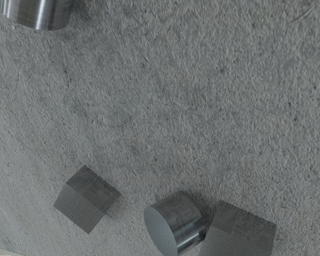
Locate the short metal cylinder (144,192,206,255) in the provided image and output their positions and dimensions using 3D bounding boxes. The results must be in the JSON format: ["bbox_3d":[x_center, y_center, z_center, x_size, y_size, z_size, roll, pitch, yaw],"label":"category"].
[{"bbox_3d":[0.020,0.139,0.445,0.080,0.050,0.079,36,136,44],"label":"short metal cylinder"}]

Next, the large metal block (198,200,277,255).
[{"bbox_3d":[0.106,0.160,0.434,0.080,0.050,0.079,22,127,14],"label":"large metal block"}]

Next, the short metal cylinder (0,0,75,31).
[{"bbox_3d":[-0.137,-0.155,0.348,0.080,0.080,0.050,35,129,4],"label":"short metal cylinder"}]

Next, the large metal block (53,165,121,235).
[{"bbox_3d":[-0.126,0.124,0.534,0.080,0.050,0.080,38,129,2],"label":"large metal block"}]
